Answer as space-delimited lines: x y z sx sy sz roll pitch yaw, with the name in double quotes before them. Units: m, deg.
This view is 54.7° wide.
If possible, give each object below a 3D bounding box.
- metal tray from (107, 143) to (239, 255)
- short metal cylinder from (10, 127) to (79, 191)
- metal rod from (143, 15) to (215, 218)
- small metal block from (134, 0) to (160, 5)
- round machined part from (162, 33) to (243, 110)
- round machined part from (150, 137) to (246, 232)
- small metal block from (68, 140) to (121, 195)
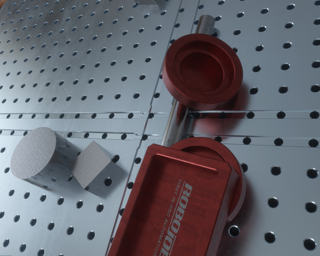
"metal tray" 0.011 0.087 0.292 0.090 0.030 0.130 13 75 30
"short metal cylinder" -0.167 0.045 0.453 0.080 0.050 0.080 -13 56 21
"metal rod" 0.030 -0.031 0.411 0.025 0.025 0.300 4 63 30
"small metal block" -0.019 -0.258 0.577 0.050 0.025 0.050 15 69 34
"round machined part" 0.050 -0.067 0.392 0.099 0.042 0.098 4 69 -10
"round machined part" 0.042 0.062 0.332 0.098 0.042 0.098 -10 64 22
"small metal block" -0.090 0.053 0.423 0.050 0.025 0.050 -46 51 -4
